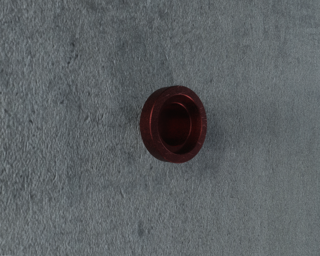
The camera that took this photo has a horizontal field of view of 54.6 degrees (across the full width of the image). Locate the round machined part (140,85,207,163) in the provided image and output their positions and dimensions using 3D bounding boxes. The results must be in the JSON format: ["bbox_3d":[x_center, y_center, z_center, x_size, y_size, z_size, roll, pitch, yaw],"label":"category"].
[{"bbox_3d":[0.013,-0.005,0.403,0.099,0.042,0.097,0,90,-40],"label":"round machined part"}]
